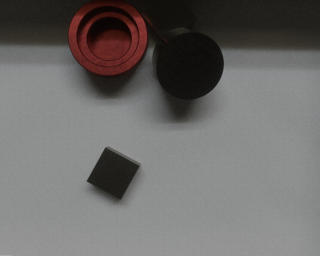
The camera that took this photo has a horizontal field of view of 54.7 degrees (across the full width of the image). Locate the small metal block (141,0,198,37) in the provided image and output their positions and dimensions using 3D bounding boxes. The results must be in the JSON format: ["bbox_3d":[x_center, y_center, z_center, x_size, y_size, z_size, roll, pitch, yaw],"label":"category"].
[{"bbox_3d":[0.013,-0.146,0.405,0.050,0.025,0.050,-39,91,16],"label":"small metal block"}]

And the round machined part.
[{"bbox_3d":[-0.064,-0.113,0.402,0.099,0.042,0.097,0,90,-1],"label":"round machined part"}]

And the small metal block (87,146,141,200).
[{"bbox_3d":[-0.060,0.059,0.411,0.050,0.025,0.050,29,90,-1],"label":"small metal block"}]

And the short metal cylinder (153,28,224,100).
[{"bbox_3d":[0.033,-0.081,0.385,0.081,0.050,0.079,-3,114,-6],"label":"short metal cylinder"}]
